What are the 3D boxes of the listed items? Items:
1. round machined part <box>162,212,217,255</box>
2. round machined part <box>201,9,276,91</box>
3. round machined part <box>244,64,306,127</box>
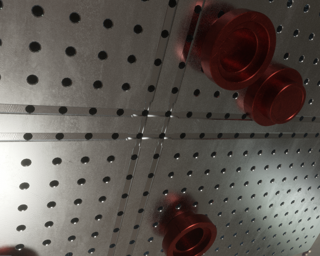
[{"bbox_3d":[0.047,0.188,0.545,0.099,0.042,0.097,-14,125,-21],"label":"round machined part"},{"bbox_3d":[0.093,-0.100,0.391,0.099,0.042,0.097,-14,125,-21],"label":"round machined part"},{"bbox_3d":[0.182,-0.045,0.475,0.099,0.042,0.097,-14,125,-21],"label":"round machined part"}]
